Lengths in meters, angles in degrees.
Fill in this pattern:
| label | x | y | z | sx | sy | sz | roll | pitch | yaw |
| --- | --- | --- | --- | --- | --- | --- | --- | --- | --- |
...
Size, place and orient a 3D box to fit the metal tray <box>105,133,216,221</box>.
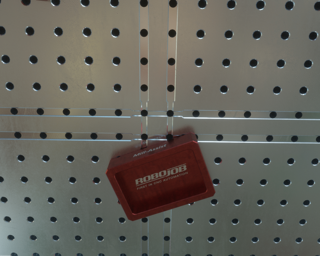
| label | x | y | z | sx | sy | sz | roll | pitch | yaw |
| --- | --- | --- | --- | --- | --- | --- | --- | --- | --- |
| metal tray | 0.002 | 0.070 | 0.436 | 0.130 | 0.030 | 0.090 | -19 | 109 | 7 |
